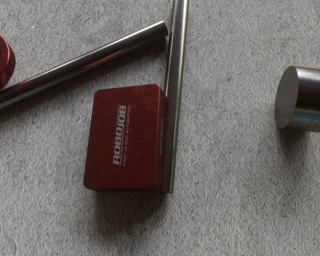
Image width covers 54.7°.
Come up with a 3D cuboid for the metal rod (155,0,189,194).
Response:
[{"bbox_3d":[0.019,-0.061,0.430,0.025,0.025,0.299,5,70,2],"label":"metal rod"}]

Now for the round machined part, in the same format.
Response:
[{"bbox_3d":[-0.249,-0.084,0.428,0.099,0.042,0.098,0,70,0],"label":"round machined part"}]

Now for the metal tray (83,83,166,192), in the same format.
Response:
[{"bbox_3d":[-0.042,0.012,0.387,0.090,0.030,0.130,-4,69,16],"label":"metal tray"}]

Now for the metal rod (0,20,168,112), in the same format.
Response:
[{"bbox_3d":[-0.126,-0.082,0.437,0.302,0.025,0.025,-27,72,-10],"label":"metal rod"}]

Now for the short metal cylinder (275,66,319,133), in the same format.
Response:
[{"bbox_3d":[0.185,-0.036,0.394,0.050,0.080,0.080,7,70,3],"label":"short metal cylinder"}]
